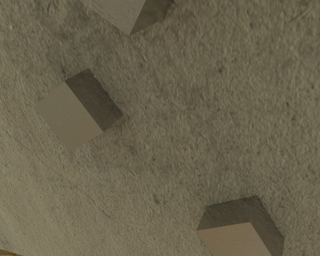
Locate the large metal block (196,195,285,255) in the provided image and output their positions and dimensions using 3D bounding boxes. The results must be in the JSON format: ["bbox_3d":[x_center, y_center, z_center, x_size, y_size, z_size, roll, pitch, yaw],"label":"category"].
[{"bbox_3d":[0.110,0.146,0.422,0.080,0.050,0.080,-24,106,36],"label":"large metal block"}]

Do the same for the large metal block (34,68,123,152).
[{"bbox_3d":[-0.114,-0.024,0.434,0.080,0.050,0.080,-27,104,37],"label":"large metal block"}]

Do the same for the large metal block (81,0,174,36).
[{"bbox_3d":[-0.033,-0.142,0.299,0.080,0.080,0.050,37,129,3],"label":"large metal block"}]
